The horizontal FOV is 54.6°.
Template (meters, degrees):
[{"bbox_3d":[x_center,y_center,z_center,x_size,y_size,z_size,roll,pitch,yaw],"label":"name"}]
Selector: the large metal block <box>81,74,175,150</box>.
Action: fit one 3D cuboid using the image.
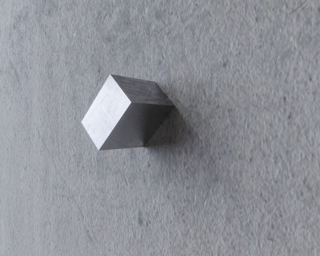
[{"bbox_3d":[-0.041,-0.018,0.404,0.080,0.081,0.050,-52,59,27],"label":"large metal block"}]
